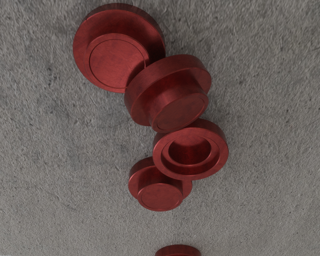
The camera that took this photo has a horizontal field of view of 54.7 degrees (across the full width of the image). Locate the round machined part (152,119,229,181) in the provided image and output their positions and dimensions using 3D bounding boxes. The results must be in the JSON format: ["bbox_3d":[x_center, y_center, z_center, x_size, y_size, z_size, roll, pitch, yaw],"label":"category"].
[{"bbox_3d":[0.039,0.023,0.416,0.099,0.042,0.097,0,130,0],"label":"round machined part"}]

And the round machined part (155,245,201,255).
[{"bbox_3d":[0.038,0.285,0.639,0.099,0.042,0.097,0,130,0],"label":"round machined part"}]

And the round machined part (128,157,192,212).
[{"bbox_3d":[0.000,0.091,0.473,0.099,0.042,0.097,0,130,0],"label":"round machined part"}]

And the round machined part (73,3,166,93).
[{"bbox_3d":[-0.043,-0.077,0.330,0.099,0.042,0.097,0,130,0],"label":"round machined part"}]

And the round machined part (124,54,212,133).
[{"bbox_3d":[0.014,-0.030,0.341,0.099,0.042,0.098,-22,154,-11],"label":"round machined part"}]
